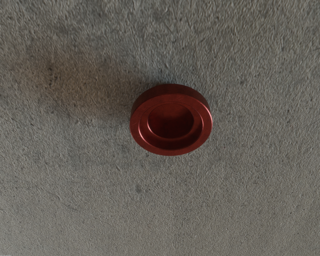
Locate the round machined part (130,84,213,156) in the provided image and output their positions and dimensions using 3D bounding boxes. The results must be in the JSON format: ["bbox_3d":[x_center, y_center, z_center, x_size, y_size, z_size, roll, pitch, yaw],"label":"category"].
[{"bbox_3d":[0.013,-0.014,0.384,0.099,0.042,0.097,0,130,0],"label":"round machined part"}]
